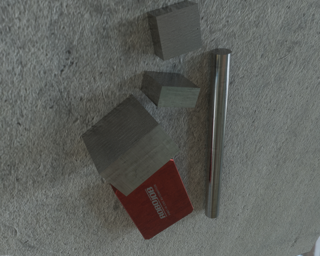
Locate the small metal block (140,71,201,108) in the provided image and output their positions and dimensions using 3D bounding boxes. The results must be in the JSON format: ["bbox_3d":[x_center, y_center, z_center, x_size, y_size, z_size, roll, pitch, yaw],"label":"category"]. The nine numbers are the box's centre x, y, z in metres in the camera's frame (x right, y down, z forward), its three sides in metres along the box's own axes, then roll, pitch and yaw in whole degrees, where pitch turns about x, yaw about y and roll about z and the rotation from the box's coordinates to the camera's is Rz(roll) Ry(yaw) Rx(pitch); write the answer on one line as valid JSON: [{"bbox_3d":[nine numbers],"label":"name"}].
[{"bbox_3d":[0.011,-0.047,0.370,0.050,0.050,0.025,-1,119,-28],"label":"small metal block"}]

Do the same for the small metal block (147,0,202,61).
[{"bbox_3d":[0.017,-0.110,0.350,0.050,0.025,0.050,-23,127,-15],"label":"small metal block"}]

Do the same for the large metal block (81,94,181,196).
[{"bbox_3d":[-0.036,0.017,0.364,0.080,0.080,0.050,-40,130,-1],"label":"large metal block"}]

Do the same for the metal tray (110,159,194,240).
[{"bbox_3d":[-0.008,0.102,0.464,0.090,0.030,0.129,-30,129,-10],"label":"metal tray"}]

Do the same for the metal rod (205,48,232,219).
[{"bbox_3d":[0.085,0.028,0.472,0.025,0.025,0.298,-17,125,-19],"label":"metal rod"}]
